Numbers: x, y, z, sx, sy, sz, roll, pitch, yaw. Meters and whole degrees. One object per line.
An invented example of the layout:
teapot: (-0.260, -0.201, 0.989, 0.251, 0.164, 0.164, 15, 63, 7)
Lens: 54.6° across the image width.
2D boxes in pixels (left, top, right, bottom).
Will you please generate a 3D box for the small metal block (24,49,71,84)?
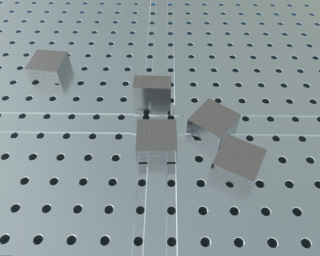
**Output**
small metal block: (-0.175, -0.097, 0.489, 0.050, 0.025, 0.050, 6, 50, 5)

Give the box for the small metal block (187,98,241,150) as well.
small metal block: (0.071, -0.006, 0.414, 0.050, 0.025, 0.050, 31, 57, 23)

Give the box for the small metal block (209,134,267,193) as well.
small metal block: (0.094, 0.042, 0.373, 0.050, 0.025, 0.050, 23, 54, 18)

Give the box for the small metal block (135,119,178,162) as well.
small metal block: (-0.004, 0.016, 0.395, 0.050, 0.025, 0.050, 0, 50, 0)

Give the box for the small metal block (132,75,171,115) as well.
small metal block: (-0.010, -0.045, 0.430, 0.050, 0.050, 0.025, 2, 50, 2)
